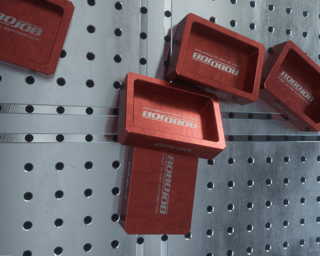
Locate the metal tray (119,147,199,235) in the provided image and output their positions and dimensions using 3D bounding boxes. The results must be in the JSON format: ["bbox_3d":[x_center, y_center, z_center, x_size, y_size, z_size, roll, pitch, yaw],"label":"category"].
[{"bbox_3d":[0.001,0.072,0.411,0.091,0.030,0.129,8,87,-20],"label":"metal tray"}]

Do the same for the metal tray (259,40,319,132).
[{"bbox_3d":[0.219,-0.064,0.492,0.130,0.030,0.090,34,79,-17],"label":"metal tray"}]

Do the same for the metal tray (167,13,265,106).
[{"bbox_3d":[0.082,-0.093,0.435,0.131,0.030,0.090,16,77,-20],"label":"metal tray"}]

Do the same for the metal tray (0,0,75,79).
[{"bbox_3d":[-0.173,-0.119,0.345,0.131,0.030,0.090,17,84,-20],"label":"metal tray"}]

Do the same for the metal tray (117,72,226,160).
[{"bbox_3d":[0.015,-0.014,0.393,0.131,0.030,0.090,11,54,-20],"label":"metal tray"}]
